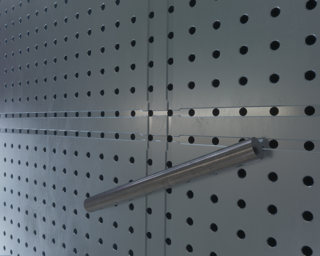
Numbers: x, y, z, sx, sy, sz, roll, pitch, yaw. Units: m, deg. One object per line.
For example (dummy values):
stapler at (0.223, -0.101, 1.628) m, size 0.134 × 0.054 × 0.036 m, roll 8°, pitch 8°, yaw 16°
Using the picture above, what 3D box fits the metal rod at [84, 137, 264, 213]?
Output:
metal rod at (-0.005, 0.073, 0.414) m, size 0.299 × 0.025 × 0.025 m, roll -26°, pitch 74°, yaw 37°
